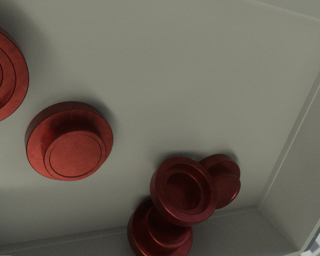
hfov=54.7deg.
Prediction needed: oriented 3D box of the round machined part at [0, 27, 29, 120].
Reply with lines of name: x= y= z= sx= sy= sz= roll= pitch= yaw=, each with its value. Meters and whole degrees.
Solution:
round machined part: x=-0.170 y=-0.052 z=0.273 sx=0.099 sy=0.042 sz=0.097 roll=-14 pitch=125 yaw=-21

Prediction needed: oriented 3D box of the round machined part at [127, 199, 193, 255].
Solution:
round machined part: x=0.005 y=0.147 z=0.452 sx=0.099 sy=0.098 sz=0.042 roll=0 pitch=144 yaw=-29

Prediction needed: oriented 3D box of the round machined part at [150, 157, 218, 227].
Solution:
round machined part: x=0.030 y=0.094 z=0.448 sx=0.099 sy=0.098 sz=0.042 roll=0 pitch=149 yaw=-29

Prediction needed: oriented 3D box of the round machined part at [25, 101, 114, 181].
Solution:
round machined part: x=-0.101 y=0.022 z=0.357 sx=0.099 sy=0.042 sz=0.097 roll=-14 pitch=125 yaw=-21

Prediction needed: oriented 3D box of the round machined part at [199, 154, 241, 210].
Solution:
round machined part: x=0.093 y=0.095 z=0.510 sx=0.099 sy=0.042 sz=0.097 roll=-14 pitch=125 yaw=-21
